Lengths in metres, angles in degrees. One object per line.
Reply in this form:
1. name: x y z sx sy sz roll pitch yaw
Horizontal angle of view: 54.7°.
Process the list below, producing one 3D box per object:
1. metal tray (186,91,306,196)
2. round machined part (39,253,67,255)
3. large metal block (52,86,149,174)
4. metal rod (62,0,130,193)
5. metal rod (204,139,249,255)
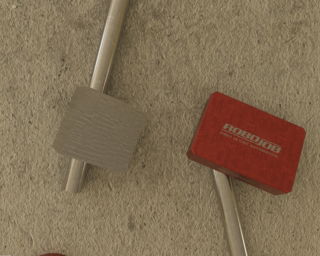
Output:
1. metal tray: 0.110 0.020 0.395 0.131 0.030 0.090 23 71 -1
2. round machined part: -0.145 0.219 0.400 0.099 0.042 0.097 0 90 -1
3. large metal block: -0.073 0.002 0.377 0.080 0.050 0.080 23 85 -30
4. metal rod: -0.079 -0.063 0.408 0.025 0.025 0.298 14 90 -1
5. metal rod: 0.101 0.148 0.411 0.025 0.025 0.298 -13 90 0
